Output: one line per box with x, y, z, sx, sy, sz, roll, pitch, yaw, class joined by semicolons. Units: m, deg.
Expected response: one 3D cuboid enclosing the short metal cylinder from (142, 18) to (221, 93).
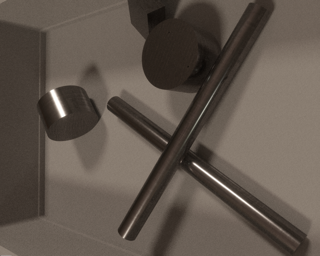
0.025;-0.083;0.368;0.080;0.050;0.079;0;90;39;short metal cylinder

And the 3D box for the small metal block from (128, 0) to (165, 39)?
-0.017;-0.146;0.401;0.050;0.025;0.050;53;164;26;small metal block

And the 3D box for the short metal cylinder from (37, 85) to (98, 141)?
-0.145;-0.022;0.488;0.080;0.081;0.050;-43;65;31;short metal cylinder

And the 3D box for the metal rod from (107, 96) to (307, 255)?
0.032;0.038;0.378;0.300;0.025;0.025;36;112;33;metal rod

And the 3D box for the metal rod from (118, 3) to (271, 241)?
0.031;0.004;0.352;0.025;0.025;0.298;38;104;33;metal rod
